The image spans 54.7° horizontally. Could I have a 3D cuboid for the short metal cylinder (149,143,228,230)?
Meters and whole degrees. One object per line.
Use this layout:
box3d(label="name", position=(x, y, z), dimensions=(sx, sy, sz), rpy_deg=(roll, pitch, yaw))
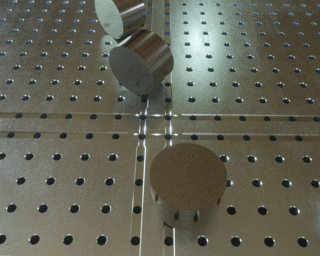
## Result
box3d(label="short metal cylinder", position=(0.029, 0.063, 0.339), dimensions=(0.081, 0.050, 0.080), rpy_deg=(0, 50, 0))

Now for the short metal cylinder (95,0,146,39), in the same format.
box3d(label="short metal cylinder", position=(-0.069, -0.204, 0.542), dimensions=(0.050, 0.080, 0.080), rpy_deg=(-35, 59, -26))

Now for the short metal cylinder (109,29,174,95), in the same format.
box3d(label="short metal cylinder", position=(-0.027, -0.095, 0.451), dimensions=(0.080, 0.080, 0.050), rpy_deg=(28, 55, 21))
